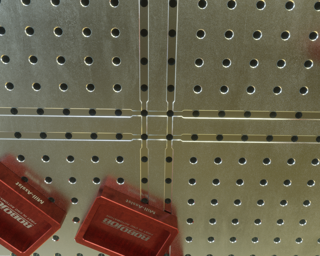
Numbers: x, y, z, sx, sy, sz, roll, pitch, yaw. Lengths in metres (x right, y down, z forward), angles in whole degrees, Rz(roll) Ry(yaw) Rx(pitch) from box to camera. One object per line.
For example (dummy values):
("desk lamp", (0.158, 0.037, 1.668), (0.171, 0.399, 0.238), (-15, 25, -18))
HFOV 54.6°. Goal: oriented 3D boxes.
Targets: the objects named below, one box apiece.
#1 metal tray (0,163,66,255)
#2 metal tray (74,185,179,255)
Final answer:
("metal tray", (-0.218, 0.123, 0.454), (0.090, 0.030, 0.130), (-43, 105, 14))
("metal tray", (-0.049, 0.152, 0.466), (0.131, 0.030, 0.090), (26, 108, -10))
